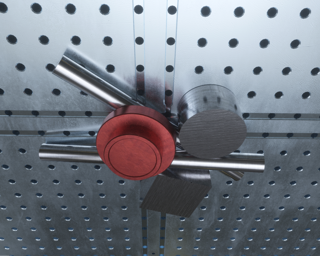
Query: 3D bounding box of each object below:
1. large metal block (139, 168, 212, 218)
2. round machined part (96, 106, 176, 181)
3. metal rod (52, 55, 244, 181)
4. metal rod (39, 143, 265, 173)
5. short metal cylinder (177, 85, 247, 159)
[{"bbox_3d":[0.021,0.084,0.465,0.081,0.050,0.079,16,128,-13],"label":"large metal block"},{"bbox_3d":[-0.030,0.025,0.377,0.099,0.042,0.097,3,122,4],"label":"round machined part"},{"bbox_3d":[0.002,-0.001,0.411,0.301,0.025,0.025,31,123,-24],"label":"metal rod"},{"bbox_3d":[-0.016,0.040,0.421,0.302,0.025,0.025,2,131,7],"label":"metal rod"},{"bbox_3d":[0.063,-0.007,0.389,0.081,0.050,0.079,0,130,0],"label":"short metal cylinder"}]
